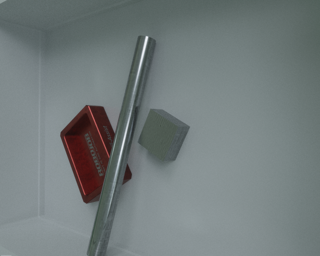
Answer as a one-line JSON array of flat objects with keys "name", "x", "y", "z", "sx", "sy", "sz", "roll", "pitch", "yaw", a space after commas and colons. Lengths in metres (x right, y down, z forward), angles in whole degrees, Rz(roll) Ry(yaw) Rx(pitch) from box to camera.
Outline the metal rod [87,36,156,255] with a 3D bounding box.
[{"name": "metal rod", "x": -0.052, "y": 0.024, "z": 0.417, "sx": 0.025, "sy": 0.025, "sz": 0.298, "roll": 12, "pitch": 89, "yaw": 39}]

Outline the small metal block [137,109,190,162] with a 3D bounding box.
[{"name": "small metal block", "x": 0.004, "y": 0.009, "z": 0.402, "sx": 0.050, "sy": 0.025, "sz": 0.050, "roll": 34, "pitch": 111, "yaw": 34}]

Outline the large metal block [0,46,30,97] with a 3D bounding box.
[{"name": "large metal block", "x": -0.331, "y": -0.122, "z": 0.662, "sx": 0.080, "sy": 0.050, "sz": 0.079, "roll": 40, "pitch": 114, "yaw": 32}]

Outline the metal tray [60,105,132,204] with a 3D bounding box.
[{"name": "metal tray", "x": -0.104, "y": 0.040, "z": 0.486, "sx": 0.090, "sy": 0.030, "sz": 0.130, "roll": -39, "pitch": 67, "yaw": 33}]
